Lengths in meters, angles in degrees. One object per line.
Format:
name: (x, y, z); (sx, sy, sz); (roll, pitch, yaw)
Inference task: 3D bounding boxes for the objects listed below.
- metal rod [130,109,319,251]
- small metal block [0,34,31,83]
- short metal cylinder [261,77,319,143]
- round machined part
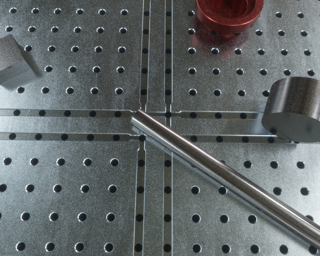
metal rod: (0.091, 0.066, 0.388); (0.301, 0.025, 0.025); (33, 73, 11)
small metal block: (-0.223, -0.099, 0.445); (0.050, 0.025, 0.050); (-29, 73, -11)
short metal cylinder: (0.176, -0.021, 0.393); (0.080, 0.080, 0.050); (20, 71, 6)
round machined part: (0.102, -0.183, 0.471); (0.099, 0.042, 0.098); (0, 70, -1)
